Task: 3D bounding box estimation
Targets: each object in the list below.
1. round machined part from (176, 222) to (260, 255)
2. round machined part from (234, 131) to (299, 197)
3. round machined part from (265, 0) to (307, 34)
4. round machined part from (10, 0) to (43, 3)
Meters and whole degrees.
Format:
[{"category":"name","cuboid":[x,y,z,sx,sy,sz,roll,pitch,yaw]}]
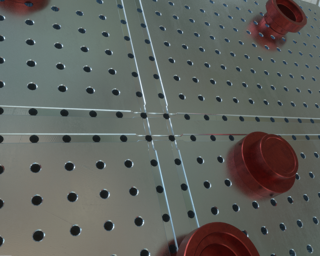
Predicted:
[{"category":"round machined part","cuboid":[0.060,0.155,0.333,0.099,0.042,0.098,13,56,-19]},{"category":"round machined part","cuboid":[0.161,0.048,0.454,0.099,0.042,0.098,13,56,-21]},{"category":"round machined part","cuboid":[0.277,-0.251,0.698,0.099,0.042,0.098,13,56,-21]},{"category":"round machined part","cuboid":[-0.196,-0.224,0.428,0.099,0.042,0.098,13,56,-21]}]
